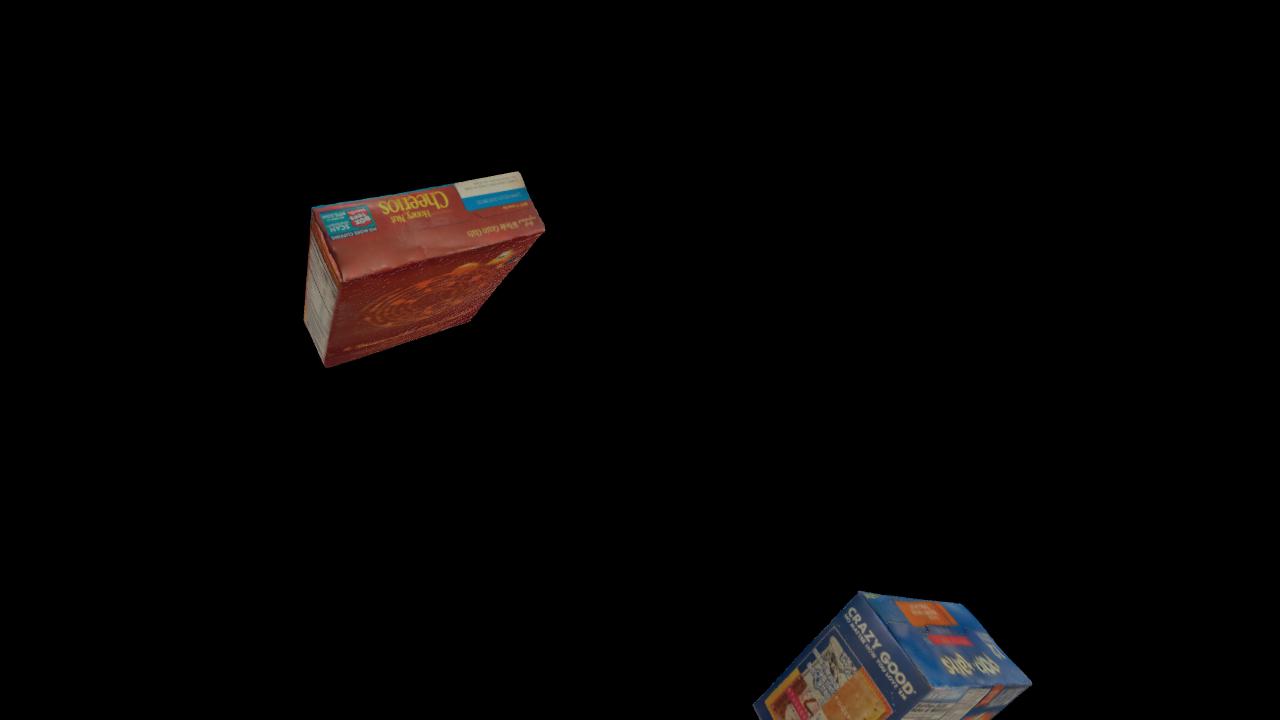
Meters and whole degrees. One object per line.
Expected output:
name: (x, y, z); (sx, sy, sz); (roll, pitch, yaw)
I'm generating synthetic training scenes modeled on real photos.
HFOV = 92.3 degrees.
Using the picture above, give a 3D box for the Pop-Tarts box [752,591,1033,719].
Pop-Tarts box: (0.203, 0.270, 0.497); (0.167, 0.141, 0.083); (20, 23, -35)

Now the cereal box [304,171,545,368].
cereal box: (-0.256, -0.092, 0.689); (0.203, 0.081, 0.306); (-24, -3, -33)
